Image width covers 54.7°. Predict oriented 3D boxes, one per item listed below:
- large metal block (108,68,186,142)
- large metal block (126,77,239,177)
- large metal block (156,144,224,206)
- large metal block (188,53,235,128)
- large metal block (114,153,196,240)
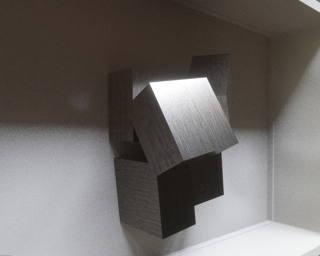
[{"bbox_3d":[-0.015,-0.026,0.378,0.081,0.050,0.079,-1,91,-40],"label":"large metal block"},{"bbox_3d":[0.023,-0.003,0.325,0.081,0.050,0.080,-12,73,-39],"label":"large metal block"},{"bbox_3d":[0.039,0.057,0.421,0.081,0.050,0.079,-7,95,-40],"label":"large metal block"},{"bbox_3d":[0.070,-0.042,0.416,0.080,0.050,0.080,70,27,-46],"label":"large metal block"},{"bbox_3d":[-0.008,0.073,0.364,0.050,0.080,0.079,-9,96,-40],"label":"large metal block"}]
